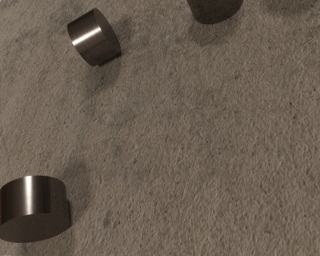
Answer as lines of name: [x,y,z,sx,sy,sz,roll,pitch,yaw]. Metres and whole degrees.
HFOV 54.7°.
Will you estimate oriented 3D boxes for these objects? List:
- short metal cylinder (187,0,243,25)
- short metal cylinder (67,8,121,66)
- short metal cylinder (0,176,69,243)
short metal cylinder: [0.081,-0.206,0.471,0.080,0.050,0.080,-13,56,20]
short metal cylinder: [-0.108,-0.150,0.515,0.050,0.080,0.080,-26,53,12]
short metal cylinder: [-0.157,0.102,0.386,0.080,0.080,0.050,-27,53,11]
